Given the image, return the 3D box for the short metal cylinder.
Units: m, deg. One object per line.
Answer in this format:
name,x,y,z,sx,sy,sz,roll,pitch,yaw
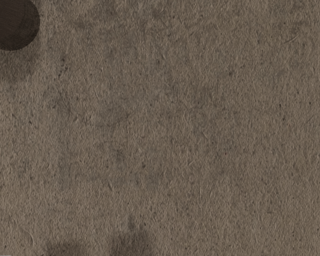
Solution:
short metal cylinder,-0.203,-0.144,0.395,0.081,0.050,0.079,0,90,-1
